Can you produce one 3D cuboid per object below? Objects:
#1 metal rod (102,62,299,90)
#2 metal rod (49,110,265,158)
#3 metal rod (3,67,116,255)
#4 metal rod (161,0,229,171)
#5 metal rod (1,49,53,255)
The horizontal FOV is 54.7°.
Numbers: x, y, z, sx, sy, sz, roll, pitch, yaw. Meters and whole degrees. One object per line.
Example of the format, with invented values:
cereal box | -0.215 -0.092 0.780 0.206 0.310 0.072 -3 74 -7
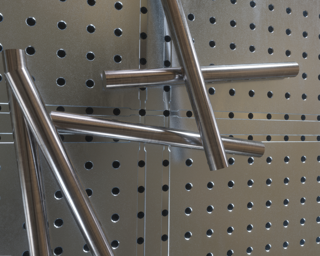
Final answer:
metal rod | 0.071 -0.076 0.440 0.303 0.025 0.025 -7 93 -20
metal rod | 0.011 0.012 0.417 0.302 0.025 0.025 8 87 -20
metal rod | -0.100 0.075 0.362 0.025 0.025 0.298 -26 104 -18
metal rod | 0.035 -0.093 0.402 0.025 0.025 0.298 -14 86 -20
metal rod | -0.149 0.061 0.357 0.025 0.025 0.298 -8 93 -20
